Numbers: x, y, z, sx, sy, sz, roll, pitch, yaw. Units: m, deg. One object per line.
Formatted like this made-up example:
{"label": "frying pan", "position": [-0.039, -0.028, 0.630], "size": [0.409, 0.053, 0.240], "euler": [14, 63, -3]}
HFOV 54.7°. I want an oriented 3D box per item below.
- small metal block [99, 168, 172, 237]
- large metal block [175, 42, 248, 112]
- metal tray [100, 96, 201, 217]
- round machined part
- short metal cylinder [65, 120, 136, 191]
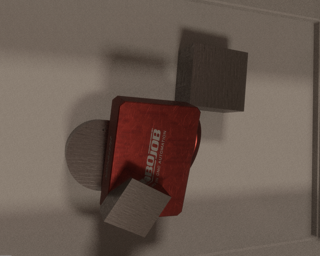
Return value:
{"label": "small metal block", "position": [-0.025, 0.077, 0.317], "size": [0.050, 0.025, 0.050], "euler": [32, 92, -27]}
{"label": "large metal block", "position": [0.069, -0.065, 0.424], "size": [0.081, 0.050, 0.080], "euler": [5, 88, -20]}
{"label": "metal tray", "position": [-0.012, 0.034, 0.341], "size": [0.091, 0.030, 0.129], "euler": [3, 105, -23]}
{"label": "round machined part", "position": [0.007, 0.019, 0.389], "size": [0.099, 0.042, 0.097], "euler": [-27, 126, -45]}
{"label": "short metal cylinder", "position": [-0.071, 0.030, 0.370], "size": [0.081, 0.050, 0.079], "euler": [-1, 92, -19]}
